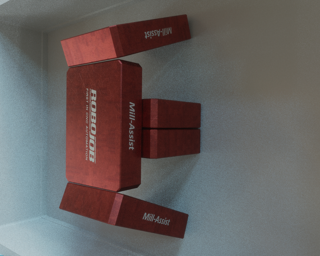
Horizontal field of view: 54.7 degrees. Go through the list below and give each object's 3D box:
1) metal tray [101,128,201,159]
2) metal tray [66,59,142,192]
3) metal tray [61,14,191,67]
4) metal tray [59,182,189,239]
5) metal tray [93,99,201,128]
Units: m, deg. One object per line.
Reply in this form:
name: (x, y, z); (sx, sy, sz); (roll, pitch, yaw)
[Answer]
metal tray: (-0.027, 0.015, 0.386); (0.130, 0.091, 0.030); (1, 91, 40)
metal tray: (-0.063, -0.003, 0.336); (0.090, 0.030, 0.129); (1, 91, 39)
metal tray: (-0.036, -0.104, 0.365); (0.090, 0.131, 0.030); (1, 111, 40)
metal tray: (-0.038, 0.099, 0.366); (0.090, 0.130, 0.030); (1, 69, 39)
metal tray: (-0.027, -0.016, 0.385); (0.130, 0.091, 0.030); (1, 91, 40)
